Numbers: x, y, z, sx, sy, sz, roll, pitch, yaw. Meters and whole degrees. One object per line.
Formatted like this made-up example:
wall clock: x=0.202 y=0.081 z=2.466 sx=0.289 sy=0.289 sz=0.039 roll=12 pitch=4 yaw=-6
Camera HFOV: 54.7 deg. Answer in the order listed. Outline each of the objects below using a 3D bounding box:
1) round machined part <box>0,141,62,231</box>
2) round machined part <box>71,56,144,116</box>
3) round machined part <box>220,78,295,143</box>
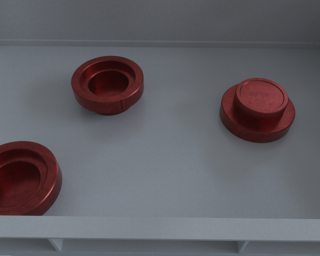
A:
round machined part: x=-0.157 y=0.065 z=0.338 sx=0.099 sy=0.042 sz=0.098 roll=0 pitch=50 yaw=0
round machined part: x=-0.072 y=-0.056 z=0.440 sx=0.099 sy=0.042 sz=0.098 roll=0 pitch=50 yaw=0
round machined part: x=0.133 y=-0.031 z=0.421 sx=0.099 sy=0.042 sz=0.098 roll=0 pitch=50 yaw=0
